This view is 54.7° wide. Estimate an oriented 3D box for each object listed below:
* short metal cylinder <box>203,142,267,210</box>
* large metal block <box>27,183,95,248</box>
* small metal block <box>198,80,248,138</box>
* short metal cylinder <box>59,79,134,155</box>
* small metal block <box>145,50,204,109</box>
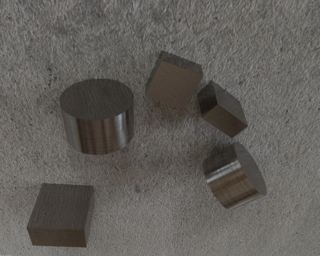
[{"bbox_3d":[0.104,0.066,0.429,0.050,0.080,0.080,-33,123,24],"label":"short metal cylinder"},{"bbox_3d":[-0.150,0.136,0.485,0.081,0.080,0.050,4,130,-4],"label":"large metal block"},{"bbox_3d":[0.075,-0.023,0.372,0.050,0.050,0.025,32,123,-24],"label":"small metal block"},{"bbox_3d":[-0.070,-0.015,0.358,0.081,0.080,0.050,2,130,-2],"label":"short metal cylinder"},{"bbox_3d":[0.016,-0.055,0.360,0.050,0.025,0.050,17,128,-15],"label":"small metal block"}]
